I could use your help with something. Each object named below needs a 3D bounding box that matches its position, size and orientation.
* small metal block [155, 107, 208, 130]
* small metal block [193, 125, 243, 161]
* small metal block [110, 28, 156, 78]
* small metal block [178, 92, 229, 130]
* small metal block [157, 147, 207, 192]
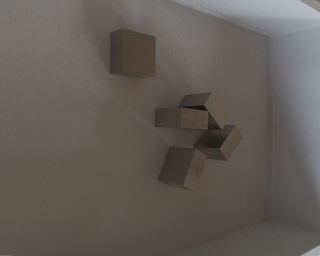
[{"bbox_3d":[0.029,-0.012,0.417,0.050,0.050,0.025,5,88,-40],"label":"small metal block"},{"bbox_3d":[0.087,0.021,0.466,0.050,0.050,0.025,-49,120,-29],"label":"small metal block"},{"bbox_3d":[-0.033,-0.090,0.381,0.050,0.025,0.050,0,90,-40],"label":"small metal block"},{"bbox_3d":[0.063,-0.023,0.445,0.050,0.050,0.025,49,60,-29],"label":"small metal block"},{"bbox_3d":[0.030,0.054,0.418,0.025,0.050,0.050,33,69,-36],"label":"small metal block"}]
